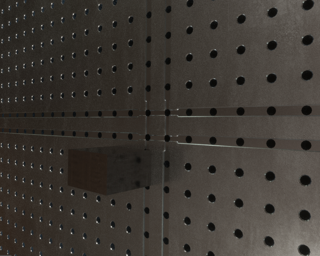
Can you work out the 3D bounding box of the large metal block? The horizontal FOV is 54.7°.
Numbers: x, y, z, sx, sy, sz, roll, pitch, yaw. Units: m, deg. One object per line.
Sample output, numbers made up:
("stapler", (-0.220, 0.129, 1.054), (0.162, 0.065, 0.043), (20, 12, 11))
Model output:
("large metal block", (-0.069, 0.055, 0.428), (0.080, 0.081, 0.050), (3, 92, 39))
